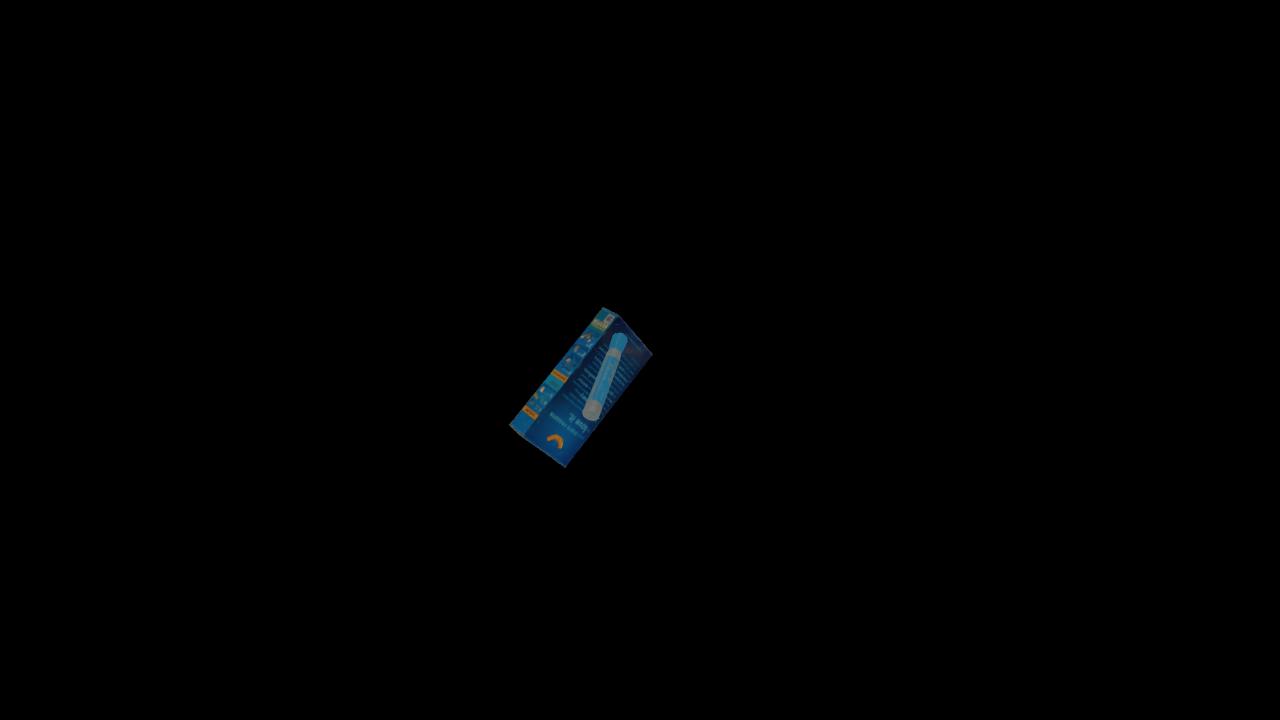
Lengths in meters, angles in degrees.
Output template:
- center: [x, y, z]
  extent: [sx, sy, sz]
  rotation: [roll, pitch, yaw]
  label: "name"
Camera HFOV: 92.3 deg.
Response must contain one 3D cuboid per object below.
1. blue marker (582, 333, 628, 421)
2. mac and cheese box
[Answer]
- center: [-0.037, 0.015, 0.689]
  extent: [0.020, 0.121, 0.020]
  rotation: [11, -39, 9]
  label: "blue marker"
- center: [-0.069, 0.035, 0.765]
  extent: [0.041, 0.184, 0.093]
  rotation: [30, -13, 43]
  label: "mac and cheese box"
